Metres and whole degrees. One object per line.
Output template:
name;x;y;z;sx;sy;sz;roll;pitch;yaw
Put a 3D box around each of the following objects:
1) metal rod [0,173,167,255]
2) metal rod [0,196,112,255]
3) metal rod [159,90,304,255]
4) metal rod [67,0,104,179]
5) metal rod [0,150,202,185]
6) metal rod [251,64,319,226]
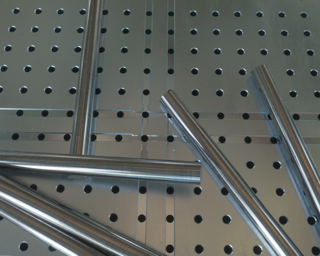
metal rod;-0.092;0.112;0.358;0.301;0.025;0.025;25;72;4
metal rod;-0.148;0.114;0.369;0.301;0.025;0.025;27;72;9
metal rod;0.095;0.072;0.386;0.025;0.025;0.299;-33;73;-11
metal rod;-0.102;-0.078;0.439;0.025;0.025;0.299;1;70;0
metal rod;-0.103;0.044;0.367;0.301;0.025;0.025;2;70;12
metal rod;0.184;0.051;0.394;0.025;0.025;0.299;-16;71;-6
